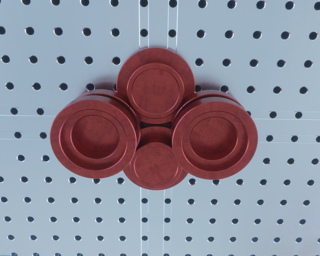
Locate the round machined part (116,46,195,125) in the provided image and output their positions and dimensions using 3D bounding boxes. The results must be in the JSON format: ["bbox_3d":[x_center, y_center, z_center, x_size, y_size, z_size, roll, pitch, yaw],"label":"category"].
[{"bbox_3d":[-0.005,-0.050,0.386,0.099,0.042,0.097,0,110,0],"label":"round machined part"}]

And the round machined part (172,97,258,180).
[{"bbox_3d":[0.063,0.010,0.373,0.099,0.042,0.097,0,110,0],"label":"round machined part"}]

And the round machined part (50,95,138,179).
[{"bbox_3d":[-0.076,0.008,0.372,0.099,0.042,0.097,0,110,0],"label":"round machined part"}]

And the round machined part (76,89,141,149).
[{"bbox_3d":[-0.073,-0.003,0.402,0.099,0.042,0.097,0,110,0],"label":"round machined part"}]

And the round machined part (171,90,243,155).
[{"bbox_3d":[0.063,-0.003,0.403,0.099,0.042,0.097,0,110,0],"label":"round machined part"}]

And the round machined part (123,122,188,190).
[{"bbox_3d":[-0.005,0.043,0.419,0.099,0.042,0.097,0,110,0],"label":"round machined part"}]
